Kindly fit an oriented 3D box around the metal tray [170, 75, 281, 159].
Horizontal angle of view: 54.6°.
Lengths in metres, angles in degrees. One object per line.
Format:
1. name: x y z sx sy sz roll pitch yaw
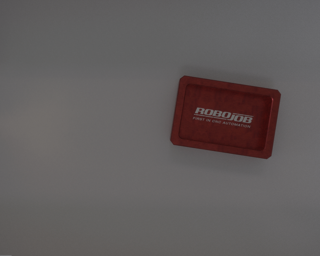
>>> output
1. metal tray: 0.084 -0.014 0.409 0.131 0.030 0.090 9 90 0
